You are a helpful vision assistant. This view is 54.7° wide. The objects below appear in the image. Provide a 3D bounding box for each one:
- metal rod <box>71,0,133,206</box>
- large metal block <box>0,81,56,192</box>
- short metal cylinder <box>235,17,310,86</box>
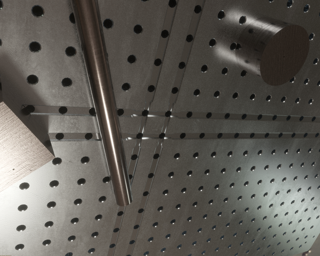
[{"bbox_3d":[-0.063,-0.019,0.365,0.025,0.025,0.298,-18,126,-18],"label":"metal rod"},{"bbox_3d":[-0.168,0.014,0.312,0.080,0.050,0.080,-33,129,-7],"label":"large metal block"},{"bbox_3d":[0.150,-0.103,0.416,0.081,0.050,0.079,-14,125,-21],"label":"short metal cylinder"}]
